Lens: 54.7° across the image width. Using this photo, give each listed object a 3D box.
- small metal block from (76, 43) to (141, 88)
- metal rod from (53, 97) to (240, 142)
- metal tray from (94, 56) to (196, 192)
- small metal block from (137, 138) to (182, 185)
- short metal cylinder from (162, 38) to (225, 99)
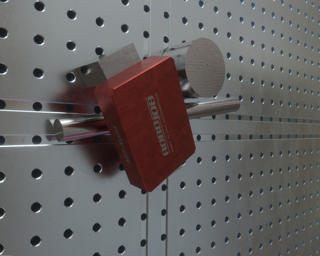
[{"bbox_3d":[-0.057,-0.069,0.346,0.050,0.050,0.025,-39,114,-33],"label":"small metal block"},{"bbox_3d":[0.009,-0.018,0.419,0.302,0.025,0.025,-10,97,-40],"label":"metal rod"},{"bbox_3d":[-0.010,-0.005,0.349,0.091,0.030,0.129,-37,124,-33],"label":"metal tray"},{"bbox_3d":[-0.003,0.040,0.407,0.050,0.025,0.050,-30,109,-36],"label":"small metal block"},{"bbox_3d":[0.046,-0.081,0.433,0.081,0.050,0.079,0,90,-40],"label":"short metal cylinder"}]
